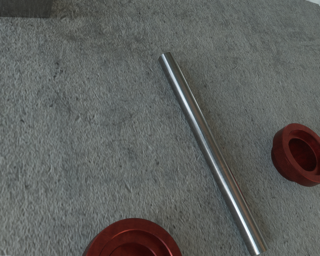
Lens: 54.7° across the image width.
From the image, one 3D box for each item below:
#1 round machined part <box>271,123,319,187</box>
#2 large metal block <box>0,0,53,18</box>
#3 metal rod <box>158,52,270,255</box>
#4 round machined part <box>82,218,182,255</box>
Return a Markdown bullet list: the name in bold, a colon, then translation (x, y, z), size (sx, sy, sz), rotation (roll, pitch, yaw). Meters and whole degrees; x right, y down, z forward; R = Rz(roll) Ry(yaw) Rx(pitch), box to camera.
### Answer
- **round machined part**: translation (0.214, 0.045, 0.480), size (0.099, 0.042, 0.098), rotation (14, 56, -21)
- **large metal block**: translation (-0.180, -0.186, 0.385), size (0.081, 0.080, 0.050), rotation (-11, 68, -33)
- **metal rod**: translation (0.065, 0.021, 0.425), size (0.025, 0.025, 0.299), rotation (-11, 67, -33)
- **round machined part**: translation (-0.029, 0.139, 0.292), size (0.099, 0.042, 0.098), rotation (14, 56, -21)
